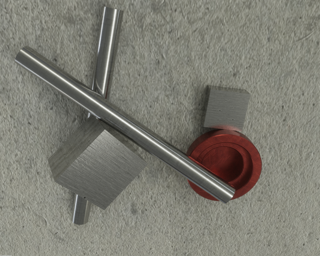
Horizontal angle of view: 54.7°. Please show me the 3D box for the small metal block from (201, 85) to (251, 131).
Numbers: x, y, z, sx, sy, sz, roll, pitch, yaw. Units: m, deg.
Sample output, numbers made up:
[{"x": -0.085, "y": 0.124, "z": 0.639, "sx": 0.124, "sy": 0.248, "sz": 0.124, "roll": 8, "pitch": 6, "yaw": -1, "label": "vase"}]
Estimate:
[{"x": 0.084, "y": -0.026, "z": 0.402, "sx": 0.050, "sy": 0.025, "sz": 0.050, "roll": 7, "pitch": 110, "yaw": -3, "label": "small metal block"}]

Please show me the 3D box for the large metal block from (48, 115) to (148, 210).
[{"x": -0.077, "y": 0.043, "z": 0.387, "sx": 0.080, "sy": 0.050, "sz": 0.080, "roll": -47, "pitch": 127, "yaw": -1, "label": "large metal block"}]

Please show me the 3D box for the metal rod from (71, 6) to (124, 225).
[{"x": -0.086, "y": -0.002, "z": 0.407, "sx": 0.025, "sy": 0.025, "sz": 0.298, "roll": 12, "pitch": 110, "yaw": -5, "label": "metal rod"}]

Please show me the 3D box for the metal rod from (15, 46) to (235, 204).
[{"x": -0.037, "y": 0.000, "z": 0.374, "sx": 0.301, "sy": 0.025, "sz": 0.025, "roll": 35, "pitch": 106, "yaw": -6, "label": "metal rod"}]

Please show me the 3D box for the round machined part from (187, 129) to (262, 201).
[{"x": 0.082, "y": 0.046, "z": 0.419, "sx": 0.099, "sy": 0.042, "sz": 0.097, "roll": 0, "pitch": 110, "yaw": -1, "label": "round machined part"}]
